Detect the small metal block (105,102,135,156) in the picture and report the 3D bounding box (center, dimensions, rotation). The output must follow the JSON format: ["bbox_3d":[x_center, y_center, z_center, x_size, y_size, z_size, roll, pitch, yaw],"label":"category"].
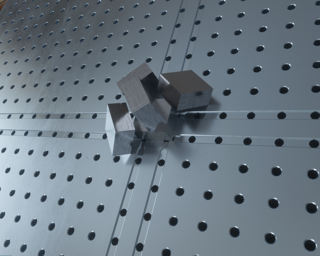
[{"bbox_3d":[-0.055,0.002,0.417,0.025,0.050,0.050,-6,50,-20],"label":"small metal block"}]

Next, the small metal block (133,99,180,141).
[{"bbox_3d":[-0.005,-0.012,0.419,0.050,0.025,0.050,1,62,27],"label":"small metal block"}]

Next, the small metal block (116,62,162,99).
[{"bbox_3d":[-0.025,-0.057,0.442,0.050,0.050,0.025,-35,51,5],"label":"small metal block"}]

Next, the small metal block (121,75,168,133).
[{"bbox_3d":[-0.020,-0.029,0.389,0.025,0.050,0.050,-31,52,8],"label":"small metal block"}]

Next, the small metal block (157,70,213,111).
[{"bbox_3d":[0.032,-0.051,0.406,0.050,0.025,0.050,-13,44,-29],"label":"small metal block"}]
